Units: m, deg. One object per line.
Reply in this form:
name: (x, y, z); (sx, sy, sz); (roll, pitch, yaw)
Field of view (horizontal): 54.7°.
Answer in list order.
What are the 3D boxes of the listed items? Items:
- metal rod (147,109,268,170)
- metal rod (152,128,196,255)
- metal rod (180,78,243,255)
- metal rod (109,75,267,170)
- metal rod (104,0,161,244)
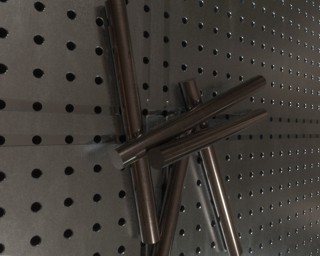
metal rod: (0.091, 0.005, 0.456); (0.302, 0.025, 0.025); (-17, 101, -49)
metal rod: (0.009, 0.138, 0.418); (0.025, 0.025, 0.299); (21, 77, -39)
metal rod: (0.083, 0.069, 0.481); (0.025, 0.025, 0.298); (-28, 108, -37)
metal rod: (0.059, -0.021, 0.427); (0.302, 0.025, 0.025); (-27, 107, -37)
metal rod: (-0.032, -0.002, 0.383); (0.025, 0.025, 0.298); (-14, 99, -39)
